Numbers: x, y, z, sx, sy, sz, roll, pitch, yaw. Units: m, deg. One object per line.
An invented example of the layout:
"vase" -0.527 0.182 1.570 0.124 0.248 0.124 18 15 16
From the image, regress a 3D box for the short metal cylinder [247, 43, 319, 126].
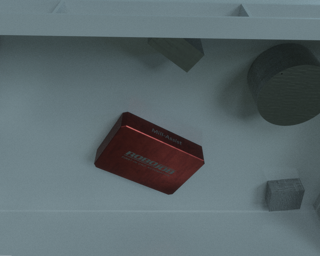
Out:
"short metal cylinder" 0.146 -0.049 0.353 0.081 0.050 0.079 0 130 0

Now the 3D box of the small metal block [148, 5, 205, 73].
"small metal block" 0.016 -0.091 0.315 0.050 0.050 0.025 31 123 -24

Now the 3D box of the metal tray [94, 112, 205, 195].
"metal tray" -0.015 0.041 0.440 0.131 0.030 0.090 25 126 -21

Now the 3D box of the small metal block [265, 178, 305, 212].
"small metal block" 0.203 0.110 0.506 0.050 0.025 0.050 -6 130 4
